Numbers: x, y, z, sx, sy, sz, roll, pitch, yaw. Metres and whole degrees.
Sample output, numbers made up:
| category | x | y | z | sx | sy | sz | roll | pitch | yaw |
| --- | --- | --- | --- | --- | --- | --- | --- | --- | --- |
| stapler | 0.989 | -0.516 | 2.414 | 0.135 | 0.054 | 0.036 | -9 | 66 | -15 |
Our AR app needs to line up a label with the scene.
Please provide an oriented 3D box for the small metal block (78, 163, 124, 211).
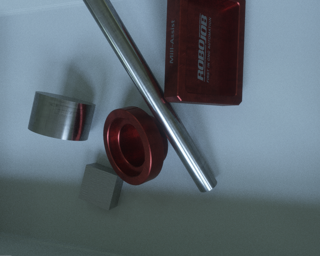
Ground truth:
| category | x | y | z | sx | sy | sz | roll | pitch | yaw |
| --- | --- | --- | --- | --- | --- | --- | --- | --- | --- |
| small metal block | -0.082 | 0.082 | 0.438 | 0.050 | 0.025 | 0.050 | 16 | 95 | 19 |

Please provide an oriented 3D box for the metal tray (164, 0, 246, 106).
| category | x | y | z | sx | sy | sz | roll | pitch | yaw |
| --- | --- | --- | --- | --- | --- | --- | --- | --- | --- |
| metal tray | 0.053 | -0.093 | 0.358 | 0.030 | 0.091 | 0.129 | 3 | 91 | 62 |

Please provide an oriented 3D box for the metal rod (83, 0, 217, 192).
| category | x | y | z | sx | sy | sz | roll | pitch | yaw |
| --- | --- | --- | --- | --- | --- | --- | --- | --- | --- |
| metal rod | -0.015 | -0.051 | 0.357 | 0.025 | 0.025 | 0.299 | -27 | 104 | 18 |

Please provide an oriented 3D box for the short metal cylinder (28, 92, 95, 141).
| category | x | y | z | sx | sy | sz | roll | pitch | yaw |
| --- | --- | --- | --- | --- | --- | --- | --- | --- | --- |
| short metal cylinder | -0.134 | -0.017 | 0.427 | 0.080 | 0.080 | 0.050 | 16 | 95 | 19 |

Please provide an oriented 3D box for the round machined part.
| category | x | y | z | sx | sy | sz | roll | pitch | yaw |
| --- | --- | --- | --- | --- | --- | --- | --- | --- | --- |
| round machined part | -0.028 | 0.020 | 0.395 | 0.098 | 0.042 | 0.097 | 19 | 116 | 44 |
